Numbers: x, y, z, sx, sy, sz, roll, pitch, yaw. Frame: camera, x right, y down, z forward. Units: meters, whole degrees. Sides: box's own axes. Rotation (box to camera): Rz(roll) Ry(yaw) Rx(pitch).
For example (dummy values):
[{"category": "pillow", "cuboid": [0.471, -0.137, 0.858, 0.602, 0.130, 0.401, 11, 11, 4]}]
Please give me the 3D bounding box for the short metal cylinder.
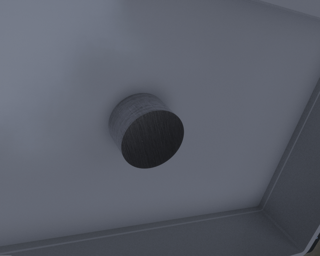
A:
[{"category": "short metal cylinder", "cuboid": [-0.018, 0.003, 0.384, 0.081, 0.050, 0.080, -14, 124, -21]}]
